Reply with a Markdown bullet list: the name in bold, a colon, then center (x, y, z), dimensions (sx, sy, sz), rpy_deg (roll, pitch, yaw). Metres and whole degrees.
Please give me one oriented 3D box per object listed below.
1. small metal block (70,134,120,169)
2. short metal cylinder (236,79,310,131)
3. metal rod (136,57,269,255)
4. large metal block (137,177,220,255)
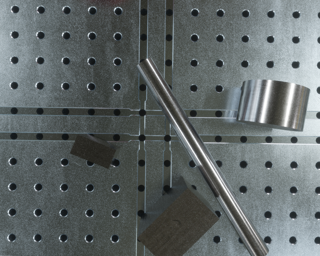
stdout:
- **small metal block**: center (-0.081, 0.029, 0.400), dimensions (0.050, 0.050, 0.025), rpy_deg (22, 90, -1)
- **short metal cylinder**: center (0.140, -0.027, 0.388), dimensions (0.080, 0.080, 0.050), rpy_deg (10, 90, -1)
- **metal rod**: center (0.057, 0.040, 0.414), dimensions (0.025, 0.025, 0.299), rpy_deg (-31, 90, 0)
- **large metal block**: center (0.020, 0.112, 0.386), dimensions (0.080, 0.080, 0.050), rpy_deg (-45, 91, 0)
